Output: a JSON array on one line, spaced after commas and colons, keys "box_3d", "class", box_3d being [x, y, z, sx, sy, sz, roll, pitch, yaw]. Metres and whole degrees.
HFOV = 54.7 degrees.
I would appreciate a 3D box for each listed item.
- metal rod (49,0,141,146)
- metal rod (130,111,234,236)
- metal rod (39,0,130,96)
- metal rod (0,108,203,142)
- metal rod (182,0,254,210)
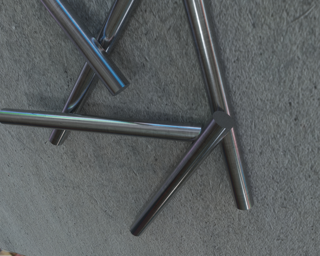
[{"box_3d": [-0.095, -0.070, 0.413, 0.025, 0.025, 0.298, 40, 129, 0], "class": "metal rod"}, {"box_3d": [0.014, 0.083, 0.433, 0.025, 0.025, 0.298, 35, 134, 5], "class": "metal rod"}, {"box_3d": [-0.135, -0.163, 0.356, 0.025, 0.025, 0.300, -36, 92, 38], "class": "metal rod"}, {"box_3d": [-0.091, -0.006, 0.426, 0.301, 0.025, 0.025, 5, 121, 17], "class": "metal rod"}, {"box_3d": [0.068, -0.030, 0.352, 0.025, 0.025, 0.298, -5, 116, 30], "class": "metal rod"}]
